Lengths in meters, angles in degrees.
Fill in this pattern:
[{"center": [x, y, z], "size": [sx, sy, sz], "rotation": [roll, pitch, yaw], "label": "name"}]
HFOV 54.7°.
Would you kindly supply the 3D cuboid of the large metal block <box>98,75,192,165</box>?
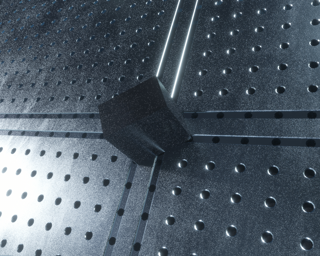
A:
[{"center": [-0.017, -0.007, 0.385], "size": [0.080, 0.080, 0.050], "rotation": [-26, 53, 11], "label": "large metal block"}]
